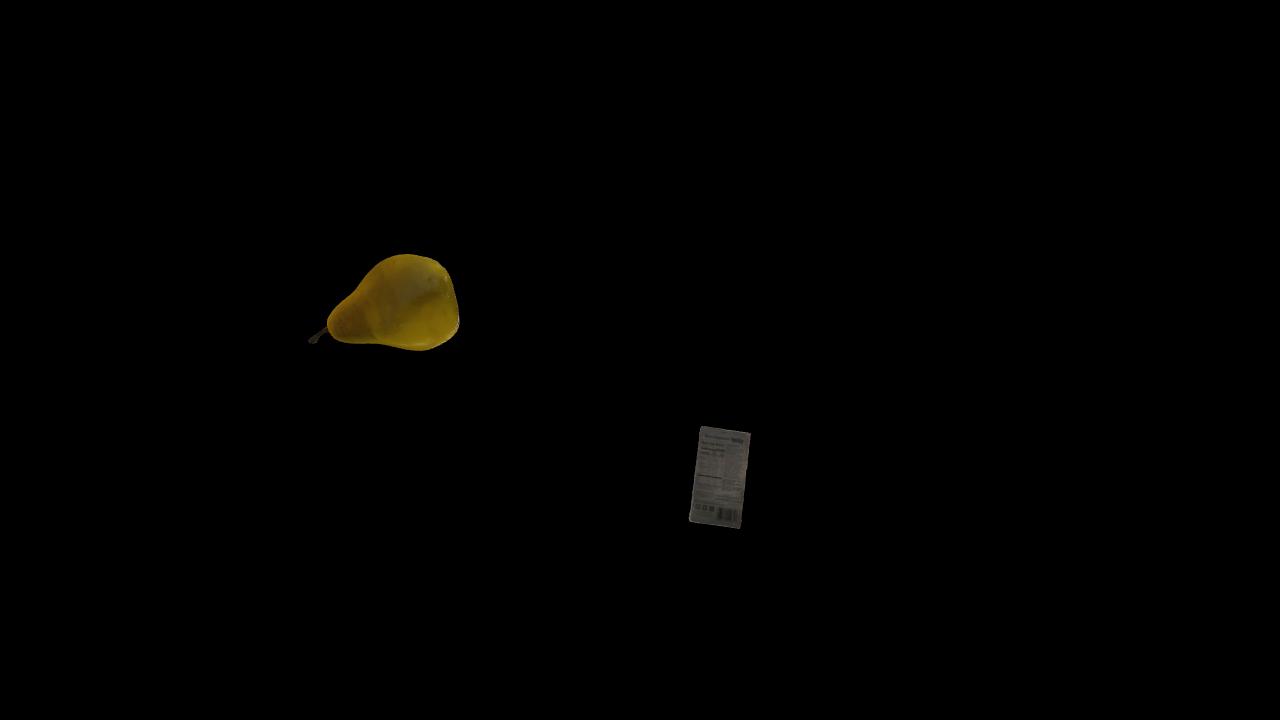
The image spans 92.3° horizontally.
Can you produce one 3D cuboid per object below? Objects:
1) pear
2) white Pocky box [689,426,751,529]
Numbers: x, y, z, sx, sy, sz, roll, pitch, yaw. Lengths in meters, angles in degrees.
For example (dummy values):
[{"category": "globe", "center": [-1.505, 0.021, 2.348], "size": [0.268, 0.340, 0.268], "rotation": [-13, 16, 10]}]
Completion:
[{"category": "pear", "center": [-0.195, -0.037, 0.463], "size": [0.111, 0.080, 0.080], "rotation": [-14, 4, -18]}, {"category": "white Pocky box", "center": [0.129, 0.189, 0.995], "size": [0.084, 0.154, 0.028], "rotation": [8, -13, 2]}]
